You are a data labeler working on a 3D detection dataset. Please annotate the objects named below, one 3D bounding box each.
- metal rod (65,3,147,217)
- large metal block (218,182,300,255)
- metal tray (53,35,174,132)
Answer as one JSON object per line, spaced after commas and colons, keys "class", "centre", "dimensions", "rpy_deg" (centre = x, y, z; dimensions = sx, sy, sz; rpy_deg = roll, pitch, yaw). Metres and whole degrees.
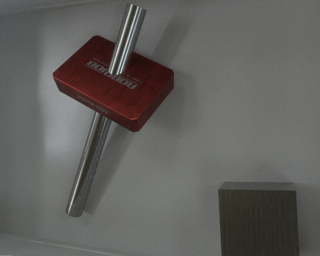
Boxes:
{"class": "metal rod", "centre": [-0.077, -0.012, 0.416], "dimensions": [0.025, 0.025, 0.298], "rpy_deg": [25, 106, 18]}
{"class": "large metal block", "centre": [0.114, 0.106, 0.357], "dimensions": [0.080, 0.050, 0.079], "rpy_deg": [-3, 89, 19]}
{"class": "metal tray", "centre": [-0.059, -0.061, 0.402], "dimensions": [0.130, 0.030, 0.090], "rpy_deg": [28, 63, 17]}
